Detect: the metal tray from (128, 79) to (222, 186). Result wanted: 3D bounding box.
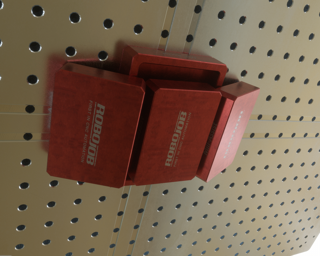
[{"bbox_3d":[0.015,0.008,0.383,0.091,0.030,0.129,-1,119,-29],"label":"metal tray"}]

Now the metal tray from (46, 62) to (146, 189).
[{"bbox_3d":[-0.073,0.001,0.347,0.091,0.030,0.129,12,115,-6],"label":"metal tray"}]

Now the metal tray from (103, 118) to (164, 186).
[{"bbox_3d":[-0.007,0.032,0.426,0.131,0.030,0.089,0,119,-29],"label":"metal tray"}]

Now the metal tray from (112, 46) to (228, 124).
[{"bbox_3d":[0.013,-0.047,0.387,0.131,0.030,0.089,0,119,-29],"label":"metal tray"}]

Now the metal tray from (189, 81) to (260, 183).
[{"bbox_3d":[0.091,0.004,0.438,0.091,0.030,0.129,-21,132,-51],"label":"metal tray"}]
